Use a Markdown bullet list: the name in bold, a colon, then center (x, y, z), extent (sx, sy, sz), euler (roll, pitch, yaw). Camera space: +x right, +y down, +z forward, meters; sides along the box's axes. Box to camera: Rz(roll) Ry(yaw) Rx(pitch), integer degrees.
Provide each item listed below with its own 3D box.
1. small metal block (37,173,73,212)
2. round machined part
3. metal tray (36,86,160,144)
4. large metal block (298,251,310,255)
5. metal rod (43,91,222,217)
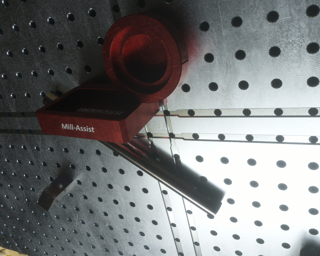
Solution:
- **small metal block**: center (-0.193, 0.118, 0.570), extent (0.025, 0.050, 0.050), euler (39, 129, 2)
- **round machined part**: center (-0.013, -0.081, 0.354), extent (0.098, 0.042, 0.097), euler (12, 120, 22)
- **metal tray**: center (-0.078, -0.022, 0.396), extent (0.130, 0.090, 0.030), euler (6, 121, 25)
- **large metal block**: center (0.215, 0.229, 0.423), extent (0.080, 0.050, 0.079), euler (21, 126, 16)
- **metal rod**: center (-0.044, 0.035, 0.456), extent (0.301, 0.025, 0.025), euler (33, 129, 6)
